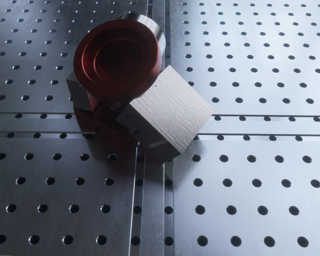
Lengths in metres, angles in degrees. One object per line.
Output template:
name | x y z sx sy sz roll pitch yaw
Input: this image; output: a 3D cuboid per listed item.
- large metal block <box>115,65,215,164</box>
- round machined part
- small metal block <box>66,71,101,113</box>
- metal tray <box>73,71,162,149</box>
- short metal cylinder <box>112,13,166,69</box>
large metal block | 0.007 -0.016 0.381 0.080 0.050 0.080 44 57 -5
round machined part | -0.046 -0.074 0.361 0.098 0.042 0.098 -4 70 10
small metal block | -0.091 -0.057 0.397 0.025 0.050 0.050 15 52 12
metal tray | -0.044 -0.040 0.438 0.090 0.030 0.131 28 55 21
short metal cylinder | -0.037 -0.106 0.421 0.080 0.080 0.050 10 51 8
